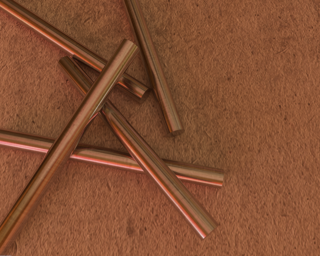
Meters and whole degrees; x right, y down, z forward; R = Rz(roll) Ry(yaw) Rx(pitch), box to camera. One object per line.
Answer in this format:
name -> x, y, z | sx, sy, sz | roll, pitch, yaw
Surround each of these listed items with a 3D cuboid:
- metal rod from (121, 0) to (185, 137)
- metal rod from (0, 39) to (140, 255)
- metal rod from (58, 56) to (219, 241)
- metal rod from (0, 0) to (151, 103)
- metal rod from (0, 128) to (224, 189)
metal rod -> -0.023, -0.127, 0.454 | 0.025, 0.025, 0.299 | -16, 71, -6
metal rod -> -0.115, 0.022, 0.371 | 0.025, 0.025, 0.300 | 31, 83, 10
metal rod -> -0.041, 0.009, 0.382 | 0.025, 0.025, 0.300 | -37, 66, -12
metal rod -> -0.142, -0.126, 0.453 | 0.300, 0.025, 0.025 | 34, 74, 11
metal rod -> -0.071, 0.037, 0.393 | 0.302, 0.025, 0.025 | 10, 70, 3
